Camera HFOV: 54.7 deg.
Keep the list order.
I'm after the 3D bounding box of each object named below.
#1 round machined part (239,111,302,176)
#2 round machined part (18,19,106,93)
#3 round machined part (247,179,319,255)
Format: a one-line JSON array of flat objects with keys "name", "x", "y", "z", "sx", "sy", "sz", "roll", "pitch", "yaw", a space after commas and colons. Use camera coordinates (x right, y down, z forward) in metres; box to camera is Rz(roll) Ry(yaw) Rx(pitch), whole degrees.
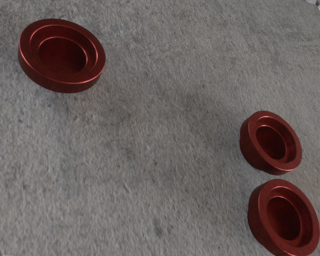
[{"name": "round machined part", "x": 0.160, "y": 0.026, "z": 0.466, "sx": 0.099, "sy": 0.042, "sz": 0.098, "roll": 14, "pitch": 56, "yaw": -21}, {"name": "round machined part", "x": -0.120, "y": -0.083, "z": 0.379, "sx": 0.099, "sy": 0.042, "sz": 0.098, "roll": 14, "pitch": 56, "yaw": -21}, {"name": "round machined part", "x": 0.155, "y": 0.120, "z": 0.405, "sx": 0.099, "sy": 0.042, "sz": 0.098, "roll": 14, "pitch": 56, "yaw": -21}]
